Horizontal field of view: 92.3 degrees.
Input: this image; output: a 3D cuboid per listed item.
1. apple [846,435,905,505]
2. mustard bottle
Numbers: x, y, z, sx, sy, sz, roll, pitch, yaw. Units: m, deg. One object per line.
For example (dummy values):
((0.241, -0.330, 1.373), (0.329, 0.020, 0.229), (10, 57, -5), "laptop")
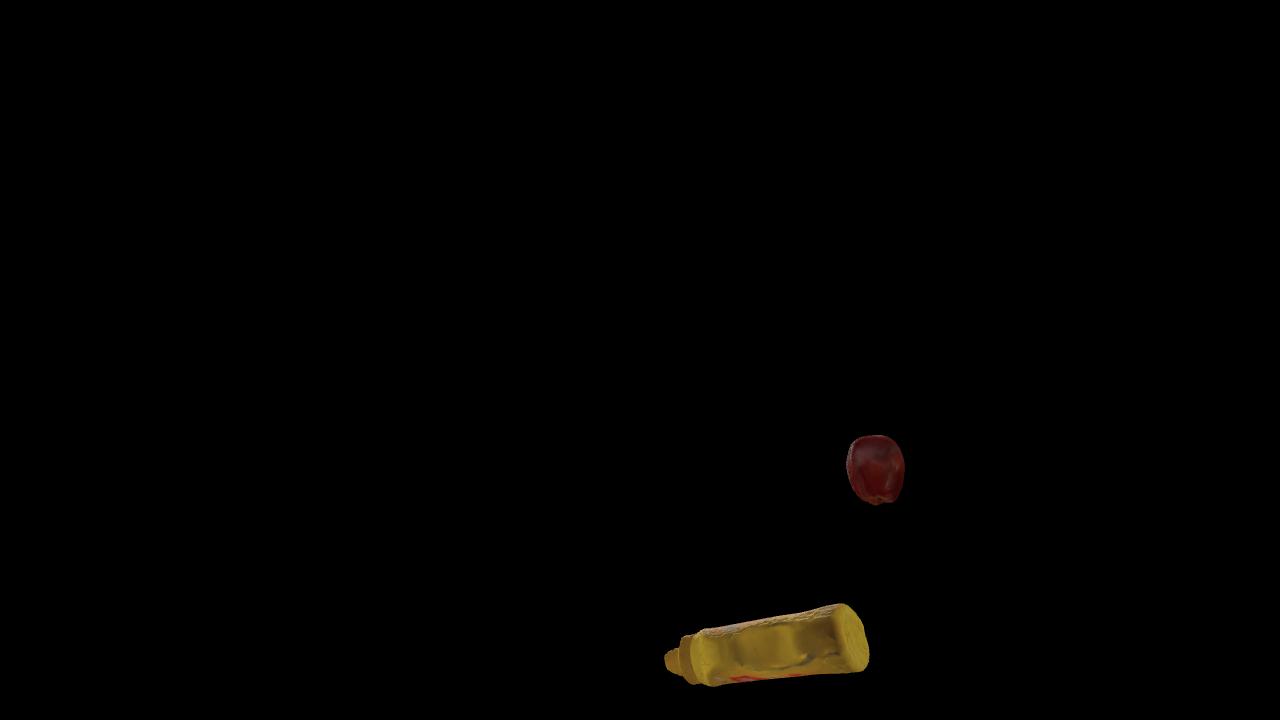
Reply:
((0.320, 0.146, 0.832), (0.079, 0.093, 0.079), (8, -32, 5), "apple")
((0.104, 0.262, 0.556), (0.184, 0.054, 0.092), (-21, -27, 25), "mustard bottle")
